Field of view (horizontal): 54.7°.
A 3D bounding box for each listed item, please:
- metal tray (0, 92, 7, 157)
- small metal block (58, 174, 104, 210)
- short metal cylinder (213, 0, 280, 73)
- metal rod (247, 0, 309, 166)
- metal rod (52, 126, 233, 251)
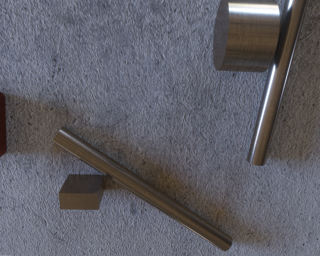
[{"bbox_3d":[-0.272,-0.008,0.400,0.131,0.030,0.089,7,110,-3],"label":"metal tray"},{"bbox_3d":[-0.106,0.087,0.427,0.050,0.050,0.025,1,110,-1],"label":"small metal block"},{"bbox_3d":[0.092,-0.103,0.344,0.050,0.080,0.079,2,110,-1],"label":"short metal cylinder"},{"bbox_3d":[0.151,-0.092,0.378,0.025,0.025,0.298,6,110,-3],"label":"metal rod"},{"bbox_3d":[-0.017,0.093,0.443,0.301,0.025,0.025,35,106,-13],"label":"metal rod"}]
